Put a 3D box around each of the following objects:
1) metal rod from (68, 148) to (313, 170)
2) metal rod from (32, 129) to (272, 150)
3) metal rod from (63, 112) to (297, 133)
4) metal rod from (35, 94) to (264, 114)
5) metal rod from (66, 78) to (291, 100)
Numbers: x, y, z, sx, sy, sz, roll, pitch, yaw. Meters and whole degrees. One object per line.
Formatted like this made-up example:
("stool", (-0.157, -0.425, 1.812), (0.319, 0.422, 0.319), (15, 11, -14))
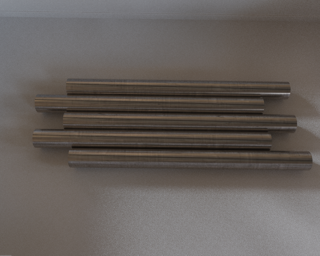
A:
("metal rod", (0.038, 0.040, 0.394), (0.302, 0.025, 0.025), (1, 70, 0))
("metal rod", (-0.009, 0.015, 0.402), (0.302, 0.025, 0.025), (1, 70, 0))
("metal rod", (0.026, -0.007, 0.411), (0.302, 0.025, 0.025), (1, 70, 0))
("metal rod", (-0.013, -0.031, 0.419), (0.302, 0.025, 0.025), (1, 70, 0))
("metal rod", (0.025, -0.054, 0.428), (0.302, 0.025, 0.025), (1, 70, 0))
